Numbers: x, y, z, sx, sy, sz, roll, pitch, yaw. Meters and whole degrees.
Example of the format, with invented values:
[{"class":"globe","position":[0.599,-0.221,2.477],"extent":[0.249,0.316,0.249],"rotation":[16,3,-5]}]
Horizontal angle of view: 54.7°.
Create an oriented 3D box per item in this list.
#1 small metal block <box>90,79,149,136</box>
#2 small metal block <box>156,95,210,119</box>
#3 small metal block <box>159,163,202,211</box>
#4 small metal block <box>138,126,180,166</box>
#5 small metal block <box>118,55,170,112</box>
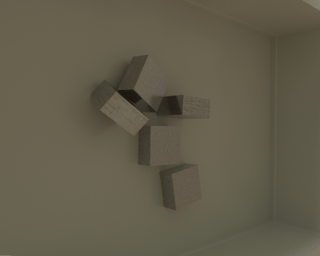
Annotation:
[{"class":"small metal block","position":[-0.046,-0.023,0.348],"extent":[0.025,0.050,0.050],"rotation":[-48,123,2]},{"class":"small metal block","position":[0.031,-0.027,0.416],"extent":[0.050,0.050,0.025],"rotation":[6,87,-40]},{"class":"small metal block","position":[0.029,0.080,0.431],"extent":[0.050,0.025,0.050],"rotation":[-12,98,-39]},{"class":"small metal block","position":[0.000,0.022,0.406],"extent":[0.050,0.025,0.050],"rotation":[1,89,-40]},{"class":"small metal block","position":[-0.019,-0.054,0.382],"extent":[0.050,0.025,0.050],"rotation":[44,59,-45]}]
